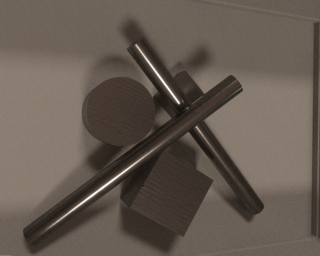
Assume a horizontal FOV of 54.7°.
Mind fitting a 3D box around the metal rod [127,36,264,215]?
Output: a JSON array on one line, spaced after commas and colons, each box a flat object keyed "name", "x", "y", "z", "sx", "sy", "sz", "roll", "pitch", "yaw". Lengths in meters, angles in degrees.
[{"name": "metal rod", "x": 0.058, "y": 0.011, "z": 0.411, "sx": 0.025, "sy": 0.025, "sz": 0.300, "roll": -44, "pitch": 112, "yaw": -15}]

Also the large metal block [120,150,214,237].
[{"name": "large metal block", "x": 0.008, "y": 0.080, "z": 0.402, "sx": 0.080, "sy": 0.050, "sz": 0.080, "roll": 34, "pitch": 79, "yaw": -17}]

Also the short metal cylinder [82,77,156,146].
[{"name": "short metal cylinder", "x": -0.052, "y": -0.019, "z": 0.379, "sx": 0.081, "sy": 0.050, "sz": 0.079, "roll": 0, "pitch": 90, "yaw": -21}]

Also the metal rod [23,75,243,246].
[{"name": "metal rod", "x": -0.029, "y": 0.036, "z": 0.366, "sx": 0.301, "sy": 0.025, "sz": 0.025, "roll": -37, "pitch": 103, "yaw": -3}]

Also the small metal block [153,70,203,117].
[{"name": "small metal block", "x": 0.028, "y": -0.042, "z": 0.422, "sx": 0.050, "sy": 0.025, "sz": 0.050, "roll": -45, "pitch": 104, "yaw": -15}]
